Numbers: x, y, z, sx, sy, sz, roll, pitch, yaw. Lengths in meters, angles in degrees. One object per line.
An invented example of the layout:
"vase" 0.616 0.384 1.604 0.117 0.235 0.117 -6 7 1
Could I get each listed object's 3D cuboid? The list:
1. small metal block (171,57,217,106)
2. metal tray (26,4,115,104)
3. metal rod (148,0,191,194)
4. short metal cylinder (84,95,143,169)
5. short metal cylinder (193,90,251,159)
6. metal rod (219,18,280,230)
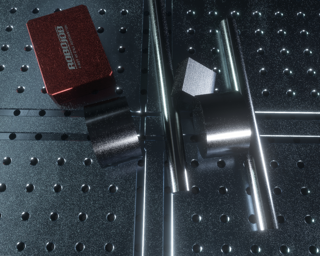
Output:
"small metal block" 0.047 -0.060 0.422 0.050 0.025 0.050 23 68 -28
"metal tray" -0.129 -0.109 0.447 0.091 0.030 0.130 -20 71 -8
"metal rod" 0.010 -0.060 0.433 0.025 0.025 0.299 -6 70 -3
"short metal cylinder" -0.057 0.005 0.380 0.050 0.080 0.080 -16 71 -6
"short metal cylinder" 0.074 -0.004 0.385 0.050 0.080 0.080 -8 70 -3
"metal rod" 0.116 -0.019 0.420 0.025 0.025 0.299 -5 70 -2
